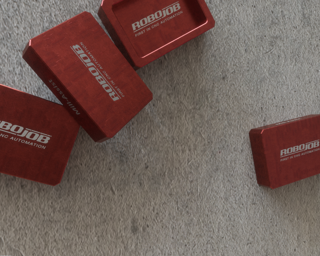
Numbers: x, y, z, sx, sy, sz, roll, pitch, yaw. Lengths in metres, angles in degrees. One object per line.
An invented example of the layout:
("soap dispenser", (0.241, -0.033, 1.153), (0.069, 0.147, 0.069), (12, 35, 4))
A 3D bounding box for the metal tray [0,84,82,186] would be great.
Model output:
("metal tray", (-0.164, 0.004, 0.346), (0.131, 0.030, 0.090), (20, 83, -19))

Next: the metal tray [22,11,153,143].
("metal tray", (-0.078, -0.059, 0.360), (0.130, 0.030, 0.090), (52, 52, -13))

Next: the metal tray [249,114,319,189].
("metal tray", (0.208, 0.034, 0.483), (0.131, 0.030, 0.089), (-12, 94, -20))

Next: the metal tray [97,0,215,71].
("metal tray", (-0.002, -0.144, 0.405), (0.131, 0.030, 0.090), (-33, 101, -17))
